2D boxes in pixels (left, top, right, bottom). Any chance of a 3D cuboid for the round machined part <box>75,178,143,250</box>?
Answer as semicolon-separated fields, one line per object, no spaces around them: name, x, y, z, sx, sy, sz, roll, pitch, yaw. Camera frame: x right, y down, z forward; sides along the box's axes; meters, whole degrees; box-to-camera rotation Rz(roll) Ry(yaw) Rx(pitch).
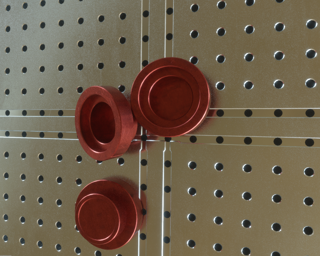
round machined part;-0.077;0.121;0.430;0.098;0.042;0.097;0;90;19

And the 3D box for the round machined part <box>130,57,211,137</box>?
round machined part;0.016;-0.037;0.394;0.098;0.042;0.097;0;89;14

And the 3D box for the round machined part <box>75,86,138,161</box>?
round machined part;-0.068;-0.007;0.414;0.098;0.042;0.097;7;100;41
